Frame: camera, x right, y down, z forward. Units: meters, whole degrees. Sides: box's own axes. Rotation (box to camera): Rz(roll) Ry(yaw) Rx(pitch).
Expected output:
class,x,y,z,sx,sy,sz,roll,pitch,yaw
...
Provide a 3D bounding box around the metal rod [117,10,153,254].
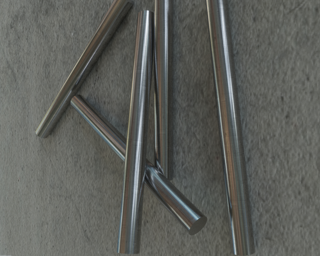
class,x,y,z,sx,sy,sz,roll,pitch,yaw
metal rod,-0.026,-0.008,0.378,0.025,0.025,0.299,-10,69,39

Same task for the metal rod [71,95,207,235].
class,x,y,z,sx,sy,sz,roll,pitch,yaw
metal rod,-0.049,0.029,0.418,0.300,0.025,0.025,40,114,40

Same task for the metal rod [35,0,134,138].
class,x,y,z,sx,sy,sz,roll,pitch,yaw
metal rod,-0.135,-0.088,0.513,0.299,0.025,0.025,-48,62,28

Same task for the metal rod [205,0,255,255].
class,x,y,z,sx,sy,sz,roll,pitch,yaw
metal rod,0.075,-0.017,0.341,0.025,0.025,0.298,-9,85,39

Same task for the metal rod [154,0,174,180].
class,x,y,z,sx,sy,sz,roll,pitch,yaw
metal rod,0.005,-0.083,0.399,0.025,0.025,0.298,0,90,39
